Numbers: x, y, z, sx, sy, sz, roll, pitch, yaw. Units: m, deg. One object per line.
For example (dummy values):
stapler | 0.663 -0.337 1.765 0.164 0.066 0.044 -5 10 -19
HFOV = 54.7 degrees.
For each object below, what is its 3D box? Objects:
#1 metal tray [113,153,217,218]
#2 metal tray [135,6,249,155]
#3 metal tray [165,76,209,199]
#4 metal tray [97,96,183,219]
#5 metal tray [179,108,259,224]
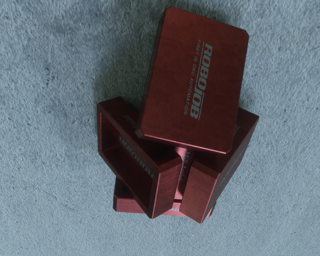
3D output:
metal tray | 0.005 0.074 0.428 0.131 0.090 0.030 5 130 -5
metal tray | 0.033 -0.045 0.310 0.091 0.129 0.030 14 170 -12
metal tray | 0.025 0.013 0.377 0.030 0.090 0.129 5 130 -5
metal tray | -0.031 0.033 0.373 0.030 0.130 0.089 -22 138 -31
metal tray | 0.075 0.042 0.380 0.030 0.131 0.089 27 134 21
